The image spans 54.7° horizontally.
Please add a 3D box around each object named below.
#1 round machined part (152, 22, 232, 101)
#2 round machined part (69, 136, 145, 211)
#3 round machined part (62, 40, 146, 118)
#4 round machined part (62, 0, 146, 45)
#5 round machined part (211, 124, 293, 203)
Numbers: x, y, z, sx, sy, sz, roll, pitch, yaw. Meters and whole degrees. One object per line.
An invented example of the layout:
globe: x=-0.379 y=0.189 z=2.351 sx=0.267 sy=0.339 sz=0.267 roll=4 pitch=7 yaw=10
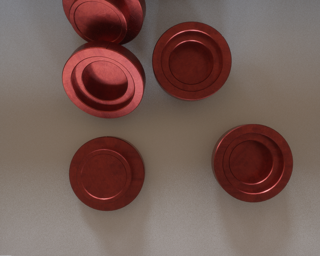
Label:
round machined part: x=0.040 y=-0.083 z=0.403 sx=0.099 sy=0.042 sz=0.097 roll=0 pitch=90 yaw=0
round machined part: x=-0.069 y=0.060 z=0.402 sx=0.099 sy=0.042 sz=0.097 roll=0 pitch=90 yaw=0
round machined part: x=-0.067 y=-0.063 z=0.386 sx=0.099 sy=0.042 sz=0.097 roll=2 pitch=128 yaw=3
round machined part: x=-0.069 y=-0.137 z=0.372 sx=0.099 sy=0.097 sz=0.042 roll=11 pitch=54 yaw=0
round machined part: x=0.116 y=0.044 z=0.404 sx=0.099 sy=0.042 sz=0.097 roll=0 pitch=90 yaw=0
